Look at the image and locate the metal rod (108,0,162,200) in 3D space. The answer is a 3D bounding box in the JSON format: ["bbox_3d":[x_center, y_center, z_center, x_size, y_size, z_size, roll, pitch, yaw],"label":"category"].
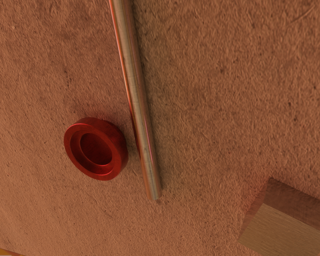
[{"bbox_3d":[-0.028,-0.028,0.404,0.025,0.025,0.298,6,121,25],"label":"metal rod"}]

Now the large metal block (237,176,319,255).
[{"bbox_3d":[0.154,0.120,0.384,0.080,0.050,0.079,25,127,12],"label":"large metal block"}]

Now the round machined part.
[{"bbox_3d":[-0.089,0.027,0.460,0.098,0.042,0.097,13,124,21],"label":"round machined part"}]
